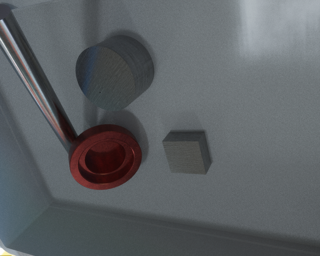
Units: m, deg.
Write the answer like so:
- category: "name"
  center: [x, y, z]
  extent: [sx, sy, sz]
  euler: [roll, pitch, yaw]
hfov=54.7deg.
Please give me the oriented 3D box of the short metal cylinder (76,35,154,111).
- category: "short metal cylinder"
  center: [-0.054, -0.067, 0.378]
  extent: [0.080, 0.050, 0.079]
  euler: [13, 124, 20]

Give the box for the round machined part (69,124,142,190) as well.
- category: "round machined part"
  center: [-0.078, 0.036, 0.438]
  extent: [0.099, 0.042, 0.097]
  euler: [-10, 123, -16]

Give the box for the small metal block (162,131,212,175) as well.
- category: "small metal block"
  center: [0.036, 0.033, 0.409]
  extent: [0.050, 0.025, 0.050]
  euler: [-2, 118, 28]

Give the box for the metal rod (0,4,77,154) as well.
- category: "metal rod"
  center: [-0.132, -0.017, 0.389]
  extent: [0.025, 0.025, 0.299]
  euler: [20, 150, 16]
